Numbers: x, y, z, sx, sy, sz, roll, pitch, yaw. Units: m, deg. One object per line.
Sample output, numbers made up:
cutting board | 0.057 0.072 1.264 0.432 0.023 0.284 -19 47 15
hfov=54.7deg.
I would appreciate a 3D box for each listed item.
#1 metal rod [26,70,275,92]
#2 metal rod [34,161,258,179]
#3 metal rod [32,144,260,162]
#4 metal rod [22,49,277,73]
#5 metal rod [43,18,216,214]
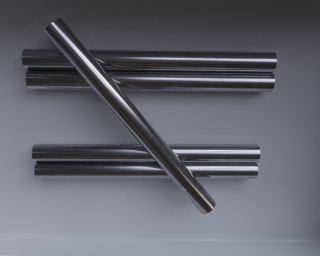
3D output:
metal rod | -0.011 -0.059 0.387 0.302 0.025 0.025 1 110 -1
metal rod | -0.018 0.058 0.430 0.302 0.025 0.025 0 110 -1
metal rod | -0.018 0.034 0.422 0.302 0.025 0.025 0 110 -1
metal rod | -0.012 -0.082 0.379 0.302 0.025 0.025 1 110 -1
metal rod | -0.026 -0.003 0.382 0.025 0.025 0.300 -36 106 12
